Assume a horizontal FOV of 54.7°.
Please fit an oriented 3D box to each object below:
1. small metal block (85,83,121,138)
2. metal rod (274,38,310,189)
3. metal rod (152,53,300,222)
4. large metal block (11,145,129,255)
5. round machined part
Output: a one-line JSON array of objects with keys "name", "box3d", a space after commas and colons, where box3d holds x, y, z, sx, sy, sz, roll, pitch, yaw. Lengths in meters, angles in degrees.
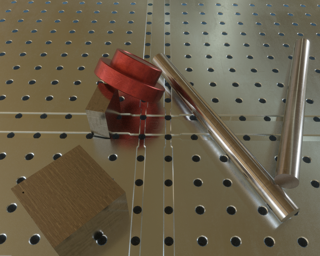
[{"name": "small metal block", "box3d": [-0.073, -0.023, 0.410, 0.025, 0.050, 0.050, 10, 51, 8]}, {"name": "metal rod", "box3d": [0.190, -0.042, 0.431, 0.025, 0.025, 0.301, 17, 48, 13]}, {"name": "metal rod", "box3d": [0.069, -0.008, 0.415, 0.025, 0.025, 0.300, -22, 54, -18]}, {"name": "large metal block", "box3d": [-0.091, 0.078, 0.325, 0.080, 0.050, 0.080, -36, 59, -26]}, {"name": "round machined part", "box3d": [-0.036, -0.075, 0.425, 0.098, 0.042, 0.098, 26, 14, -7]}]
